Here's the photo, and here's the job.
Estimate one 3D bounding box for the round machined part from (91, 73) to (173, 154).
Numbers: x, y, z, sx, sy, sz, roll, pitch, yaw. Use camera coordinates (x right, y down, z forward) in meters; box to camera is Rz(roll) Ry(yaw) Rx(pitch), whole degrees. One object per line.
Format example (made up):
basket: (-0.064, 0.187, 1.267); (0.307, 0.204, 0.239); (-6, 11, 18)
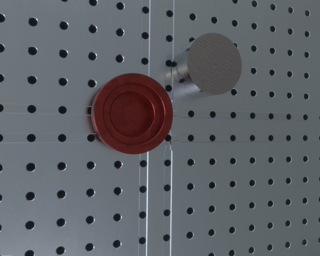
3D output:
round machined part: (-0.037, -0.017, 0.390); (0.099, 0.042, 0.097); (0, 90, -20)

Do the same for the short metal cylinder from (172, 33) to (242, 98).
short metal cylinder: (0.063, -0.083, 0.422); (0.081, 0.050, 0.079); (0, 90, -20)
